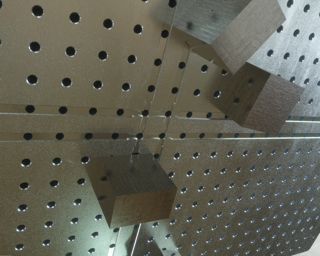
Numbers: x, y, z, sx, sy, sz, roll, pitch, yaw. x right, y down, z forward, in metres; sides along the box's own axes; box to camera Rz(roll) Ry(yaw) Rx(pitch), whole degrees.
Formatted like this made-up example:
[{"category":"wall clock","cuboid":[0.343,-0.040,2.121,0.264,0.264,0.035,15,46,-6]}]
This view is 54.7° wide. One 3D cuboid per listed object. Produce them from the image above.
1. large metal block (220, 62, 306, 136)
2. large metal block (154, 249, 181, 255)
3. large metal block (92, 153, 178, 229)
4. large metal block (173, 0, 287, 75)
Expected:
[{"category":"large metal block","cuboid":[0.150,-0.041,0.454,0.081,0.050,0.079,12,112,-34]},{"category":"large metal block","cuboid":[0.012,0.280,0.558,0.050,0.080,0.080,26,104,-38]},{"category":"large metal block","cuboid":[-0.036,0.078,0.406,0.081,0.080,0.050,-1,119,-28]},{"category":"large metal block","cuboid":[0.075,-0.117,0.346,0.080,0.080,0.050,-47,130,4]}]
